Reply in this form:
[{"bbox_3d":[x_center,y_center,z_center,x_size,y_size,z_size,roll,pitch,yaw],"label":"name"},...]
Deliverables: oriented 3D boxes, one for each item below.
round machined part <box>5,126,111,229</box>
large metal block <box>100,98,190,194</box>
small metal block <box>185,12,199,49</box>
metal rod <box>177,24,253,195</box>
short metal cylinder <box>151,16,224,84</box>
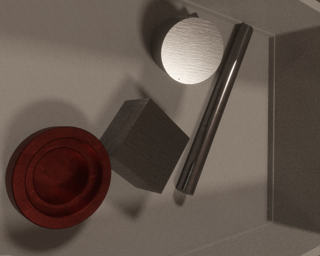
[{"bbox_3d":[-0.102,0.047,0.311,0.099,0.042,0.097,0,90,-40],"label":"round machined part"},{"bbox_3d":[-0.021,0.021,0.375,0.080,0.050,0.080,44,63,-31],"label":"large metal block"},{"bbox_3d":[0.043,-0.128,0.444,0.050,0.025,0.050,52,59,-28],"label":"small metal block"},{"bbox_3d":[0.092,-0.040,0.485,0.025,0.025,0.300,37,67,-34],"label":"metal rod"},{"bbox_3d":[0.034,-0.102,0.398,0.081,0.050,0.079,-6,114,-14],"label":"short metal cylinder"}]
